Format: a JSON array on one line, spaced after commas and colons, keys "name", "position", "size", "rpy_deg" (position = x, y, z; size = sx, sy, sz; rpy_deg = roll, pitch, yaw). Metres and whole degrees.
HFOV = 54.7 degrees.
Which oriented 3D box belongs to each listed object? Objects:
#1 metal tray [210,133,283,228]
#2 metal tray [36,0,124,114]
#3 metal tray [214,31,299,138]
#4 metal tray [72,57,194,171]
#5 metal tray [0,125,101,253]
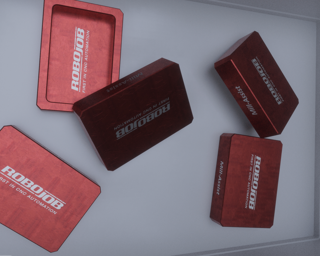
[{"name": "metal tray", "position": [0.127, 0.077, 0.455], "size": [0.091, 0.030, 0.129], "rpy_deg": [9, 87, -20]}, {"name": "metal tray", "position": [-0.095, -0.082, 0.372], "size": [0.091, 0.030, 0.129], "rpy_deg": [4, 89, -20]}, {"name": "metal tray", "position": [0.142, -0.062, 0.443], "size": [0.130, 0.030, 0.090], "rpy_deg": [54, 53, -12]}, {"name": "metal tray", "position": [-0.027, -0.017, 0.379], "size": [0.131, 0.030, 0.090], "rpy_deg": [-31, 125, -17]}, {"name": "metal tray", "position": [-0.146, 0.068, 0.354], "size": [0.130, 0.030, 0.090], "rpy_deg": [39, 77, -16]}]
